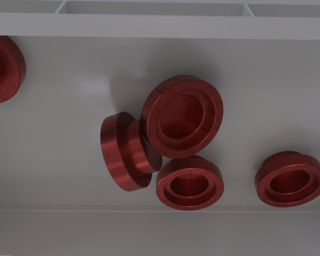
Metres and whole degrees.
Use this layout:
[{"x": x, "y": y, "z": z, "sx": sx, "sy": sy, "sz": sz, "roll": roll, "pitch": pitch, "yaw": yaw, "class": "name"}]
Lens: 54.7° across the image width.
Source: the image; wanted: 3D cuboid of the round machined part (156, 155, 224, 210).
[{"x": 0.043, "y": 0.078, "z": 0.464, "sx": 0.099, "sy": 0.042, "sz": 0.097, "roll": 0, "pitch": 130, "yaw": 0, "class": "round machined part"}]

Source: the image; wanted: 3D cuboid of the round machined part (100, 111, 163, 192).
[{"x": -0.029, "y": 0.025, "z": 0.382, "sx": 0.042, "sy": 0.098, "sz": 0.098, "roll": -18, "pitch": 128, "yaw": 16, "class": "round machined part"}]

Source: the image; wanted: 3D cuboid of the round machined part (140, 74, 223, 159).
[{"x": 0.022, "y": -0.016, "z": 0.367, "sx": 0.099, "sy": 0.042, "sz": 0.097, "roll": -11, "pitch": 118, "yaw": -22, "class": "round machined part"}]

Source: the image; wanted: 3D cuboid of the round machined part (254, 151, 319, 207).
[{"x": 0.190, "y": 0.072, "z": 0.461, "sx": 0.099, "sy": 0.042, "sz": 0.097, "roll": 0, "pitch": 130, "yaw": 0, "class": "round machined part"}]

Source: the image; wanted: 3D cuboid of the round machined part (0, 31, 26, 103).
[{"x": -0.205, "y": -0.065, "z": 0.341, "sx": 0.099, "sy": 0.042, "sz": 0.097, "roll": 0, "pitch": 130, "yaw": 0, "class": "round machined part"}]
